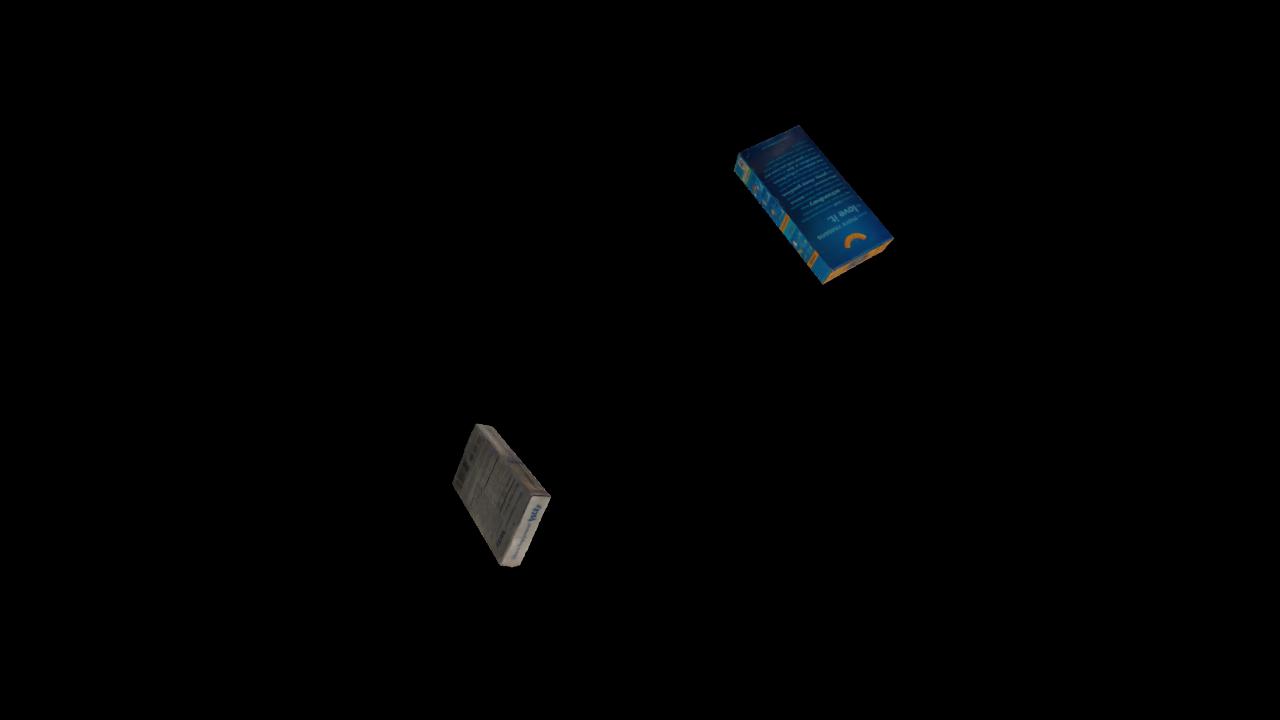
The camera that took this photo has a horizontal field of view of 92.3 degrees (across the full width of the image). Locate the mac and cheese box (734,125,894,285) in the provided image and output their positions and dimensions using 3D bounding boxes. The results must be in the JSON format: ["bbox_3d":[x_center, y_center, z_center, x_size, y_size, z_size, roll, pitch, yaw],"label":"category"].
[{"bbox_3d":[0.201,-0.186,0.726,0.093,0.184,0.041,-28,-17,-14],"label":"mac and cheese box"}]

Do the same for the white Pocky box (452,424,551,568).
[{"bbox_3d":[-0.154,0.139,0.659,0.028,0.084,0.154,17,12,-40],"label":"white Pocky box"}]
